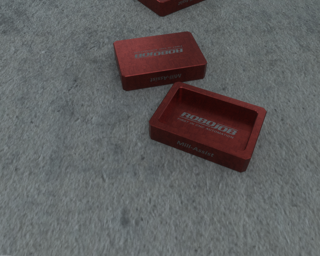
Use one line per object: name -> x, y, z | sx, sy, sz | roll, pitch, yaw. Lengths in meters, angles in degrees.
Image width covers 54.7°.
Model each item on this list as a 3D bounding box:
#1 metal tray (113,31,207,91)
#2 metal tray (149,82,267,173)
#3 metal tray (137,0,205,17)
metal tray -> -0.002, -0.109, 0.491 | 0.131, 0.030, 0.090 | -11, 51, -9
metal tray -> 0.062, -0.006, 0.405 | 0.130, 0.030, 0.090 | 20, 53, 15
metal tray -> 0.028, -0.280, 0.635 | 0.131, 0.030, 0.090 | -30, 56, -23
